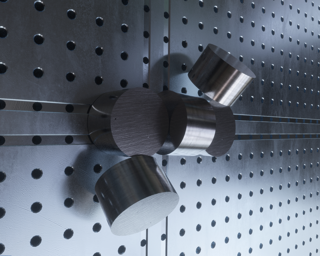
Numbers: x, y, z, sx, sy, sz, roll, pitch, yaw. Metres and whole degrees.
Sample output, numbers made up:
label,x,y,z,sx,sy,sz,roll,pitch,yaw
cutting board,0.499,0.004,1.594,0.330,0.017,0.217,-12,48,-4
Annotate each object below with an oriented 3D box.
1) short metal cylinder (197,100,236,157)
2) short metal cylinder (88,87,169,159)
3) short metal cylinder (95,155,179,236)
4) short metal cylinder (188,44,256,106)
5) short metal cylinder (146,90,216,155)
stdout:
label,x,y,z,sx,sy,sz,roll,pitch,yaw
short metal cylinder,0.064,0.000,0.448,0.081,0.050,0.079,0,90,-40
short metal cylinder,-0.036,-0.006,0.363,0.081,0.050,0.079,0,90,-40
short metal cylinder,-0.026,0.076,0.346,0.081,0.050,0.080,-21,144,-16
short metal cylinder,0.087,-0.075,0.440,0.081,0.080,0.050,11,125,-40
short metal cylinder,0.024,-0.005,0.395,0.050,0.080,0.080,6,86,-40
